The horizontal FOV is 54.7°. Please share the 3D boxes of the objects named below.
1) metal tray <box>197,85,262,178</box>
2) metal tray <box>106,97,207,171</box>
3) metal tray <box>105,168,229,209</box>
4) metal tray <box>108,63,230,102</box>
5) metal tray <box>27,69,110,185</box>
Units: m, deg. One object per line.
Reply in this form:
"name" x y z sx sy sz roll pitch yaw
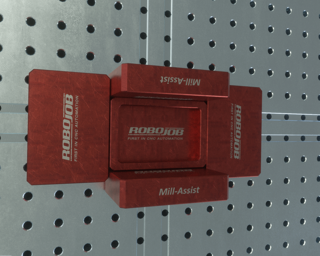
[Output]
"metal tray" 0.101 0.005 0.447 0.091 0.030 0.129 1 90 -21
"metal tray" -0.003 0.008 0.407 0.131 0.030 0.089 1 90 -21
"metal tray" 0.006 0.068 0.380 0.131 0.090 0.030 1 90 -20
"metal tray" 0.007 -0.052 0.382 0.131 0.090 0.030 1 90 -20
"metal tray" -0.108 -0.001 0.370 0.091 0.030 0.129 1 90 -21
